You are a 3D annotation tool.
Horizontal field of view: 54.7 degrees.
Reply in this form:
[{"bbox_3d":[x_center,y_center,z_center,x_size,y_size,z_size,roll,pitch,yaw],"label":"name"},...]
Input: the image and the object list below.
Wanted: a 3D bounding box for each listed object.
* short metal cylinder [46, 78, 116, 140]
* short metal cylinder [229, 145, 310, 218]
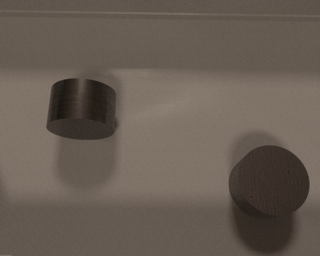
[{"bbox_3d":[-0.096,-0.021,0.387,0.081,0.080,0.050,0,70,-1],"label":"short metal cylinder"},{"bbox_3d":[0.129,0.066,0.374,0.081,0.050,0.080,0,70,0],"label":"short metal cylinder"}]
